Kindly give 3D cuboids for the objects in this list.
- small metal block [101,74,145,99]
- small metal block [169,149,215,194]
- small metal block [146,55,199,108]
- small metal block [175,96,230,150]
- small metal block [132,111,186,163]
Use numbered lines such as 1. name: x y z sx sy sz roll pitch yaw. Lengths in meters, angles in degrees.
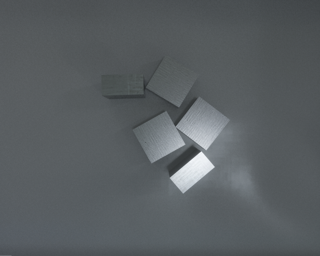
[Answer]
1. small metal block: -0.045 -0.052 0.398 0.050 0.050 0.025 -2 90 0
2. small metal block: 0.039 0.054 0.399 0.050 0.050 0.025 -40 90 0
3. small metal block: 0.016 -0.061 0.411 0.050 0.025 0.050 31 90 0
4. small metal block: 0.055 -0.006 0.412 0.050 0.025 0.050 38 90 0
5. small metal block: -0.001 0.012 0.411 0.050 0.025 0.050 -29 90 0
